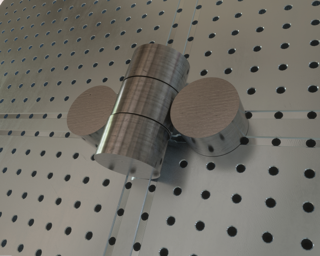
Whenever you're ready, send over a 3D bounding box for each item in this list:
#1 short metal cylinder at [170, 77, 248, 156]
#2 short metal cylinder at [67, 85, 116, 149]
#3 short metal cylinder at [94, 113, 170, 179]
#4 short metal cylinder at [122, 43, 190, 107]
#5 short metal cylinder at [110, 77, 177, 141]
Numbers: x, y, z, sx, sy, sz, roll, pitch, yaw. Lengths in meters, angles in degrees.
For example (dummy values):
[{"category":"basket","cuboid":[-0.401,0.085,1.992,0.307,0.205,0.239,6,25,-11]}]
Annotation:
[{"category":"short metal cylinder","cuboid":[0.059,-0.013,0.367,0.080,0.050,0.080,-13,56,20]},{"category":"short metal cylinder","cuboid":[-0.084,-0.014,0.442,0.080,0.050,0.080,-13,56,20]},{"category":"short metal cylinder","cuboid":[-0.033,0.024,0.373,0.080,0.080,0.050,1,63,28]},{"category":"short metal cylinder","cuboid":[-0.005,-0.067,0.414,0.080,0.080,0.050,3,63,29]},{"category":"short metal cylinder","cuboid":[-0.018,-0.021,0.393,0.080,0.080,0.050,2,63,29]}]
